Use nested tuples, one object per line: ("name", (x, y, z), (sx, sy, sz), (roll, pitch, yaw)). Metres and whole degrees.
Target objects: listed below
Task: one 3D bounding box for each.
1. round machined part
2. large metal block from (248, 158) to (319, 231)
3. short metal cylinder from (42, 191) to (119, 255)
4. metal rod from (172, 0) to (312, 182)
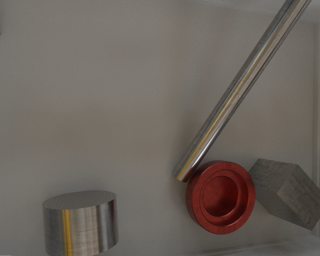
("round machined part", (0.080, 0.093, 0.433), (0.099, 0.042, 0.097), (0, 90, -21))
("large metal block", (0.179, 0.093, 0.450), (0.080, 0.080, 0.050), (45, 76, -15))
("short metal cylinder", (-0.088, 0.105, 0.349), (0.081, 0.080, 0.050), (-4, 92, -20))
("metal rod", (0.104, -0.056, 0.388), (0.025, 0.025, 0.299), (27, 105, -19))
